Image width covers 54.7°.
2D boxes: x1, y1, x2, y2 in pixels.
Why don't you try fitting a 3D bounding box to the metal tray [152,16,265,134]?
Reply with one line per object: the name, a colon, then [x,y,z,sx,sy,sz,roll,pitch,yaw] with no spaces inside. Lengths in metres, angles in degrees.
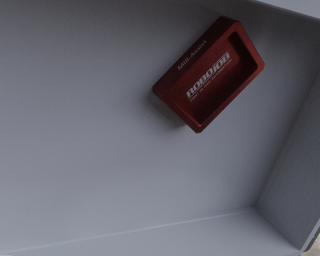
metal tray: [0.065,-0.065,0.402,0.130,0.030,0.090,-46,130,4]
